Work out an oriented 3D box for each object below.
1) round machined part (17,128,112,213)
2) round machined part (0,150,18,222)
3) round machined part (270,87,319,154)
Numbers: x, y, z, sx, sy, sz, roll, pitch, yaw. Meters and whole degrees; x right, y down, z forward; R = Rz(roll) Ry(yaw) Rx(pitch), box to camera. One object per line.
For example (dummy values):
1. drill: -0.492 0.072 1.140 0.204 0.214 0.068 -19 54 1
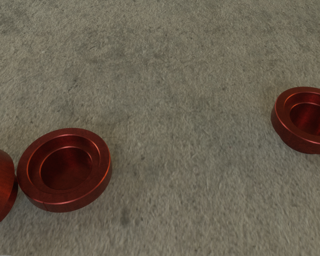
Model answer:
1. round machined part: -0.103 0.050 0.349 0.099 0.042 0.098 1 50 0
2. round machined part: -0.188 0.067 0.318 0.098 0.042 0.098 -12 57 19
3. round machined part: 0.193 -0.005 0.399 0.099 0.042 0.098 0 50 0
